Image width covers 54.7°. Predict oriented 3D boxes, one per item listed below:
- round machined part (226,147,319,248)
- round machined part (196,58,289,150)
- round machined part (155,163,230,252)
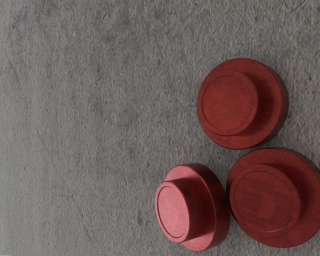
[{"bbox_3d":[0.108,0.068,0.304,0.098,0.042,0.097,0,90,40],"label":"round machined part"},{"bbox_3d":[0.079,-0.025,0.328,0.098,0.042,0.097,0,90,40],"label":"round machined part"},{"bbox_3d":[0.029,0.091,0.352,0.098,0.042,0.097,12,104,57],"label":"round machined part"}]
